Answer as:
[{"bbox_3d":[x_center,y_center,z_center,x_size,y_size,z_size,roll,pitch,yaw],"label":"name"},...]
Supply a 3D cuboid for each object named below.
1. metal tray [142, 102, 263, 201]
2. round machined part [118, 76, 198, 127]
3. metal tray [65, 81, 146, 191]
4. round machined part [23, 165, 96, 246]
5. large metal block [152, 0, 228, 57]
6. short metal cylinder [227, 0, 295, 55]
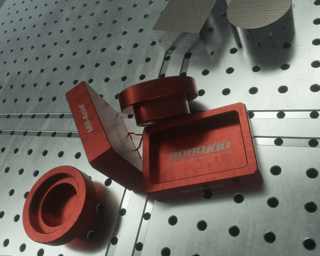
[{"bbox_3d":[0.044,0.029,0.364,0.130,0.030,0.090,-14,56,20],"label":"metal tray"},{"bbox_3d":[0.000,-0.029,0.387,0.098,0.098,0.042,-14,84,20],"label":"round machined part"},{"bbox_3d":[-0.068,0.009,0.396,0.030,0.090,0.130,-35,51,5],"label":"metal tray"},{"bbox_3d":[-0.123,0.101,0.400,0.098,0.042,0.098,-13,56,21],"label":"round machined part"},{"bbox_3d":[0.048,-0.157,0.464,0.080,0.050,0.080,16,70,34],"label":"large metal block"},{"bbox_3d":[0.134,-0.144,0.410,0.080,0.050,0.080,-13,56,21],"label":"short metal cylinder"}]
